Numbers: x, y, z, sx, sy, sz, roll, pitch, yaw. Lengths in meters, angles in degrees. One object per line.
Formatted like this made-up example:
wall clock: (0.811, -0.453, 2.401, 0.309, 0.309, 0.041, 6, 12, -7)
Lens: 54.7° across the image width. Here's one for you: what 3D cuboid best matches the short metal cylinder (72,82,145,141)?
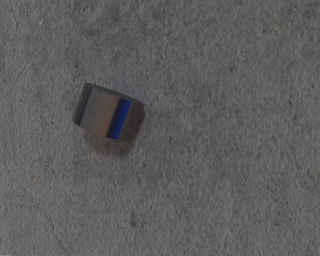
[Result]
short metal cylinder: (-0.066, -0.022, 0.402, 0.080, 0.080, 0.050, 23, 98, 18)
